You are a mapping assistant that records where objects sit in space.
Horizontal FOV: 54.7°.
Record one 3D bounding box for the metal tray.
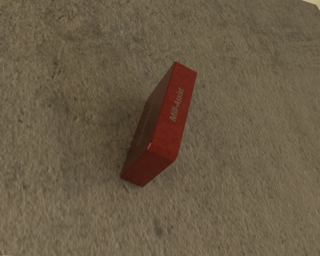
[{"bbox_3d":[-0.001,-0.005,0.366,0.030,0.090,0.130,26,52,-13],"label":"metal tray"}]
